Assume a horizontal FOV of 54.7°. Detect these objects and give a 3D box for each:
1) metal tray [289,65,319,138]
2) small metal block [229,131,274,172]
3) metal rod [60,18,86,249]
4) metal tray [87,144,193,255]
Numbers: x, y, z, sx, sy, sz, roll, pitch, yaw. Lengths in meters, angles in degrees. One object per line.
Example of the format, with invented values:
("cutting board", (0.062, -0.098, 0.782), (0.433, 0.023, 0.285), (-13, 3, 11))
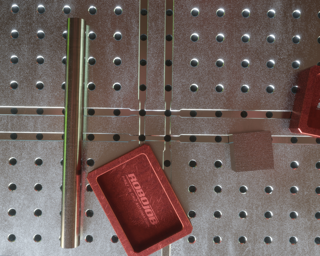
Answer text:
("metal tray", (0.250, -0.026, 0.414), (0.131, 0.030, 0.089), (11, 90, -1))
("small metal block", (0.122, 0.031, 0.415), (0.050, 0.025, 0.050), (-5, 90, -1))
("metal rod", (-0.115, 0.006, 0.411), (0.025, 0.025, 0.298), (2, 90, -1))
("metal tray", (-0.026, 0.096, 0.410), (0.090, 0.030, 0.130), (-28, 90, -1))
